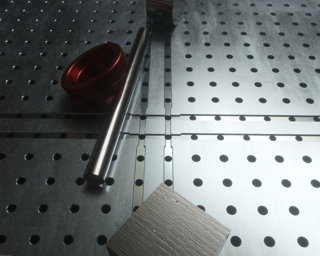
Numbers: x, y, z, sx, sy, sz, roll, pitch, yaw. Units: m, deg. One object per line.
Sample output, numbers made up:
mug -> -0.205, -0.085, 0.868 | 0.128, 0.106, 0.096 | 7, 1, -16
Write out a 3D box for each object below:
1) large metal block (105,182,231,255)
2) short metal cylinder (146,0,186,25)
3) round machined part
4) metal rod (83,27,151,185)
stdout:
large metal block -> 0.008, 0.113, 0.296 | 0.080, 0.050, 0.080 | 32, 57, 23
short metal cylinder -> 0.013, -0.235, 0.570 | 0.050, 0.080, 0.080 | 17, 52, 13
round machined part -> -0.088, -0.074, 0.442 | 0.098, 0.042, 0.098 | -17, 43, 17
metal rod -> -0.052, -0.054, 0.452 | 0.025, 0.025, 0.300 | 8, 50, 6
